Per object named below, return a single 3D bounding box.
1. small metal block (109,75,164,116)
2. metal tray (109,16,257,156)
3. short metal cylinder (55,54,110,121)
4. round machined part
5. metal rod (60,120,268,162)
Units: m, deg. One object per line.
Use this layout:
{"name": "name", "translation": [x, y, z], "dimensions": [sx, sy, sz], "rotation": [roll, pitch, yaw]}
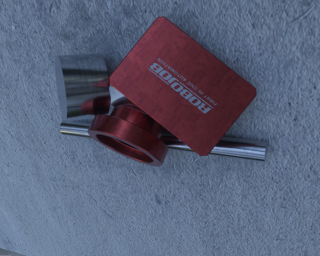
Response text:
{"name": "small metal block", "translation": [-0.027, -0.042, 0.378], "dimensions": [0.050, 0.050, 0.025], "rotation": [22, 127, 15]}
{"name": "metal tray", "translation": [0.024, -0.043, 0.333], "dimensions": [0.130, 0.030, 0.090], "rotation": [39, 90, 1]}
{"name": "short metal cylinder", "translation": [-0.098, -0.051, 0.387], "dimensions": [0.080, 0.050, 0.080], "rotation": [172, 90, -66]}
{"name": "round machined part", "translation": [-0.034, 0.007, 0.380], "dimensions": [0.098, 0.042, 0.098], "rotation": [22, 163, 7]}
{"name": "metal rod", "translation": [-0.012, 0.013, 0.423], "dimensions": [0.301, 0.025, 0.025], "rotation": [6, 121, 25]}
